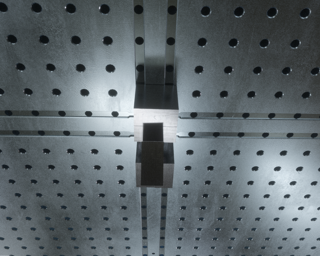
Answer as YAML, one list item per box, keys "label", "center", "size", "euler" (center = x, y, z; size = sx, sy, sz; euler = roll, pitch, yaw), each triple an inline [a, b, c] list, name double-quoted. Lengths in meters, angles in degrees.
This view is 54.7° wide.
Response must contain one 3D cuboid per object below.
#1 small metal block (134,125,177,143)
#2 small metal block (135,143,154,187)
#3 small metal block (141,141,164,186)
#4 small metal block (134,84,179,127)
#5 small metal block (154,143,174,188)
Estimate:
- label: "small metal block"
  center: [-0.006, -0.008, 0.387]
  size: [0.050, 0.050, 0.025]
  euler: [2, 130, -2]
- label: "small metal block"
  center: [-0.020, 0.048, 0.436]
  size: [0.025, 0.050, 0.050]
  euler: [1, 130, -1]
- label: "small metal block"
  center: [-0.009, 0.041, 0.376]
  size: [0.025, 0.050, 0.050]
  euler: [1, 88, 0]
- label: "small metal block"
  center: [-0.005, -0.028, 0.371]
  size: [0.050, 0.050, 0.025]
  euler: [2, 130, -2]
- label: "small metal block"
  center: [0.005, 0.049, 0.435]
  size: [0.025, 0.050, 0.050]
  euler: [1, 130, -1]
